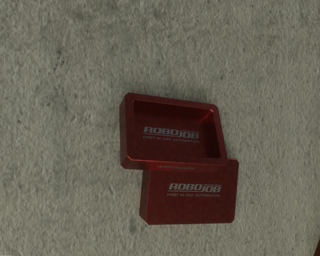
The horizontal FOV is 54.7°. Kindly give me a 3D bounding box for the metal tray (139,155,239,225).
[{"bbox_3d":[0.042,0.082,0.423,0.131,0.030,0.089,6,88,-20],"label":"metal tray"}]

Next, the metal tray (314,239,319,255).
[{"bbox_3d":[0.319,0.196,0.527,0.090,0.030,0.130,28,81,-18],"label":"metal tray"}]

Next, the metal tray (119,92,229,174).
[{"bbox_3d":[0.017,0.008,0.393,0.131,0.030,0.090,6,61,-20],"label":"metal tray"}]
